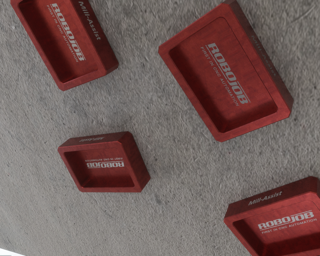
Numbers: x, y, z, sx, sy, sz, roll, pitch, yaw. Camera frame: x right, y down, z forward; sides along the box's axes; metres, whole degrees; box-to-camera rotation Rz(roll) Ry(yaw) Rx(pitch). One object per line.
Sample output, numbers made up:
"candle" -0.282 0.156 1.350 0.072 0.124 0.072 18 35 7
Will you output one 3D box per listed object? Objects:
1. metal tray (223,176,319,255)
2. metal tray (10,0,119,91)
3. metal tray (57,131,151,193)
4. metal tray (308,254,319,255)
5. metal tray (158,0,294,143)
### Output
"metal tray" 0.160 0.123 0.395 0.130 0.030 0.090 -33 100 38
"metal tray" -0.120 -0.119 0.392 0.090 0.030 0.129 -13 112 33
"metal tray" -0.089 0.056 0.485 0.130 0.030 0.090 -7 115 31
"metal tray" 0.238 0.239 0.425 0.130 0.030 0.089 33 129 6
"metal tray" 0.070 -0.056 0.332 0.090 0.030 0.130 -26 105 37
